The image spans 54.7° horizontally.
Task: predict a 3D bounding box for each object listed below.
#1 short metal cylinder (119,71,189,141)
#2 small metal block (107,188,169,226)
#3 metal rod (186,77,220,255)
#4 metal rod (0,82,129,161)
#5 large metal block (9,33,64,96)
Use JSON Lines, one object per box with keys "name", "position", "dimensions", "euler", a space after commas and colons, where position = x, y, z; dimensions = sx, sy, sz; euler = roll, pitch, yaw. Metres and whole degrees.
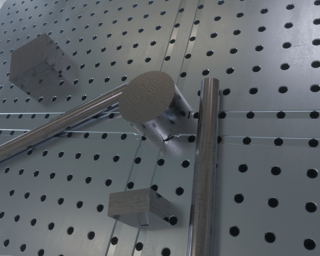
{"name": "short metal cylinder", "position": [-0.008, -0.029, 0.414], "dimensions": [0.080, 0.050, 0.080], "euler": [-13, 56, 21]}
{"name": "small metal block", "position": [-0.023, 0.090, 0.349], "dimensions": [0.050, 0.050, 0.025], "euler": [-12, 57, 21]}
{"name": "metal rod", "position": [0.047, 0.072, 0.339], "dimensions": [0.025, 0.025, 0.299], "euler": [-6, 59, 25]}
{"name": "metal rod", "position": [-0.177, 0.002, 0.500], "dimensions": [0.301, 0.025, 0.025], "euler": [-24, 53, 13]}
{"name": "large metal block", "position": [-0.234, -0.121, 0.589], "dimensions": [0.080, 0.050, 0.080], "euler": [-25, 53, 13]}
